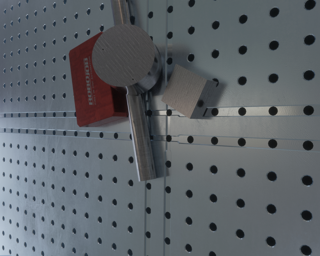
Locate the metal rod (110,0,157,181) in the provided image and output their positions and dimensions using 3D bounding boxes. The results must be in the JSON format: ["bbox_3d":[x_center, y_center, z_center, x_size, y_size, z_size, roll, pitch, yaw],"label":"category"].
[{"bbox_3d":[-0.041,-0.075,0.443,0.025,0.025,0.298,-16,80,39],"label":"metal rod"}]

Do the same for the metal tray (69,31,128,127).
[{"bbox_3d":[-0.099,-0.072,0.487,0.090,0.030,0.129,-15,81,39],"label":"metal tray"}]

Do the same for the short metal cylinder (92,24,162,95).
[{"bbox_3d":[-0.041,-0.087,0.405,0.080,0.050,0.080,-1,84,10],"label":"short metal cylinder"}]

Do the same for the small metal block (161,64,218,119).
[{"bbox_3d":[0.035,-0.045,0.380,0.050,0.025,0.050,35,112,34],"label":"small metal block"}]
